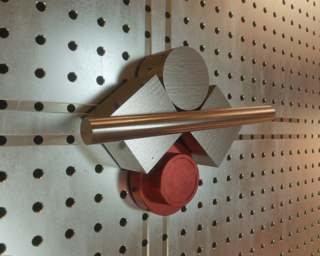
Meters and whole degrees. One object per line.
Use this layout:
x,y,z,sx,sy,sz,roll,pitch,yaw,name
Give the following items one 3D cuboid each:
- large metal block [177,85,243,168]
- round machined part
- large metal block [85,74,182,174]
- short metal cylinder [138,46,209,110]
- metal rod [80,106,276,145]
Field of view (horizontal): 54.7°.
0.062,-0.003,0.437,0.080,0.050,0.080,50,62,-29,large metal block
0.013,0.066,0.405,0.099,0.042,0.097,0,90,-40,round machined part
-0.026,-0.006,0.366,0.080,0.050,0.080,-47,120,-30,large metal block
0.018,-0.062,0.403,0.081,0.050,0.079,0,90,-40,short metal cylinder
0.049,-0.009,0.378,0.302,0.025,0.025,-6,94,-39,metal rod
